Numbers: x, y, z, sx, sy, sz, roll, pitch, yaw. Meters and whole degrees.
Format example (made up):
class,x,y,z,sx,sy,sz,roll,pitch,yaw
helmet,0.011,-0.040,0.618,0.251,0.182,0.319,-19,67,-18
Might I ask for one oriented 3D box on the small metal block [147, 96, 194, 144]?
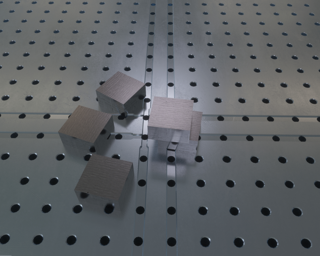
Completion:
class,x,y,z,sx,sy,sz,roll,pitch,yaw
small metal block,0.014,-0.011,0.385,0.050,0.025,0.050,6,50,5

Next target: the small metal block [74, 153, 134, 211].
class,x,y,z,sx,sy,sz,roll,pitch,yaw
small metal block,-0.062,0.061,0.356,0.050,0.025,0.050,11,51,9

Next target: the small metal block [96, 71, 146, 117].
class,x,y,z,sx,sy,sz,roll,pitch,yaw
small metal block,-0.056,-0.051,0.450,0.050,0.025,0.050,28,55,21

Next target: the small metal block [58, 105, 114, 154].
class,x,y,z,sx,sy,sz,roll,pitch,yaw
small metal block,-0.095,0.002,0.406,0.050,0.025,0.050,16,52,13

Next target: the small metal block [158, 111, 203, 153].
class,x,y,z,sx,sy,sz,roll,pitch,yaw
small metal block,0.027,0.002,0.407,0.050,0.025,0.050,9,51,7
